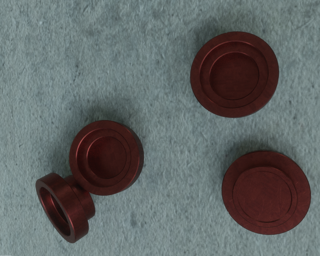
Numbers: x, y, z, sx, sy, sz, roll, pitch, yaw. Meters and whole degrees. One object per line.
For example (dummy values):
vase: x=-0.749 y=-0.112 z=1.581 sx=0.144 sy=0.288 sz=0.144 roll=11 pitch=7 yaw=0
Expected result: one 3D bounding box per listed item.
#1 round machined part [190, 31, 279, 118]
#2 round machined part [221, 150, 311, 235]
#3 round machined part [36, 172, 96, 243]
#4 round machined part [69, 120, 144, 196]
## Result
round machined part: x=0.089 y=-0.061 z=0.368 sx=0.098 sy=0.042 sz=0.097 roll=0 pitch=90 yaw=19
round machined part: x=0.120 y=0.075 z=0.357 sx=0.098 sy=0.042 sz=0.097 roll=0 pitch=90 yaw=19
round machined part: x=-0.126 y=0.104 z=0.427 sx=0.098 sy=0.042 sz=0.097 roll=28 pitch=132 yaw=36
round machined part: x=-0.068 y=0.040 z=0.419 sx=0.098 sy=0.042 sz=0.097 roll=-1 pitch=85 yaw=14
